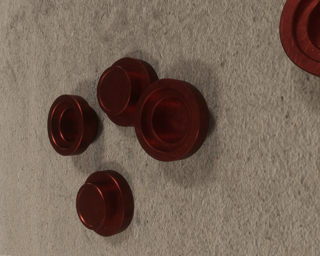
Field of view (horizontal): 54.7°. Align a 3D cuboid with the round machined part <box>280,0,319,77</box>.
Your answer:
[{"bbox_3d":[0.158,-0.089,0.263,0.098,0.042,0.097,0,90,39],"label":"round machined part"}]

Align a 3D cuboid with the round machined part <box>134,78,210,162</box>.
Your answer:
[{"bbox_3d":[0.018,-0.010,0.377,0.098,0.042,0.097,0,90,39],"label":"round machined part"}]

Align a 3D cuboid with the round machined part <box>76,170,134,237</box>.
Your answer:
[{"bbox_3d":[-0.089,0.114,0.465,0.098,0.042,0.097,0,90,39],"label":"round machined part"}]

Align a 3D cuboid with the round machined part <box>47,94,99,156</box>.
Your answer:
[{"bbox_3d":[-0.138,-0.005,0.505,0.098,0.042,0.097,0,90,39],"label":"round machined part"}]

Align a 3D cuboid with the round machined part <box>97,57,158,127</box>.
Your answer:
[{"bbox_3d":[-0.051,-0.050,0.434,0.098,0.042,0.097,0,90,39],"label":"round machined part"}]
